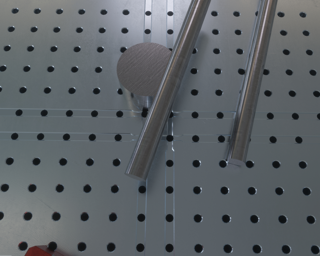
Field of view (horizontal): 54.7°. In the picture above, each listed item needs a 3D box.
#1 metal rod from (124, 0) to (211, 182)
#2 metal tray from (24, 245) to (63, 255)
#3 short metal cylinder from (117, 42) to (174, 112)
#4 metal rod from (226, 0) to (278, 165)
[{"bbox_3d":[0.022,-0.079,0.387,0.025,0.025,0.300,18,71,6],"label":"metal rod"},{"bbox_3d":[-0.105,0.198,0.335,0.130,0.030,0.090,25,72,8],"label":"metal tray"},{"bbox_3d":[-0.016,-0.069,0.423,0.081,0.050,0.080,0,70,0],"label":"short metal cylinder"},{"bbox_3d":[0.138,-0.091,0.445,0.025,0.025,0.299,15,71,5],"label":"metal rod"}]
